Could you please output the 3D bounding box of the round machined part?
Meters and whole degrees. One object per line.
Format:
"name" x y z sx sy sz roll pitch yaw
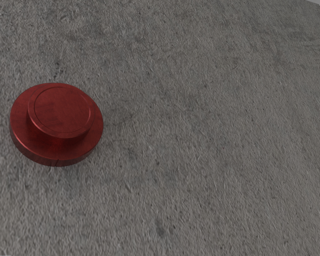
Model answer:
"round machined part" -0.110 -0.010 0.340 0.099 0.042 0.098 14 56 -21
